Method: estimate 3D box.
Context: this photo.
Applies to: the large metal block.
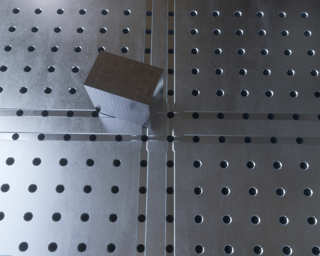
[{"bbox_3d":[-0.042,-0.046,0.399,0.080,0.080,0.050,18,71,6],"label":"large metal block"}]
